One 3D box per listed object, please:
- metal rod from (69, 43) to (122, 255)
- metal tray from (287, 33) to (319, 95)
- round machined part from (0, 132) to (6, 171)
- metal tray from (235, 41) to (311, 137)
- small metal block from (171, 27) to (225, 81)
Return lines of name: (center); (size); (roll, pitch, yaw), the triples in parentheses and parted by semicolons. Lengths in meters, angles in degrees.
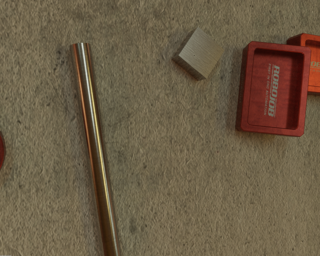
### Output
metal rod: (-0.076, 0.048, 0.381); (0.025, 0.025, 0.298); (-9, 93, -20)
metal tray: (0.269, -0.099, 0.507); (0.131, 0.030, 0.089); (2, 89, -21)
round machined part: (-0.216, 0.026, 0.320); (0.099, 0.042, 0.097); (0, 90, -21)
metal tray: (0.164, -0.055, 0.453); (0.091, 0.030, 0.129); (6, 88, 0)
small metal block: (0.053, -0.102, 0.430); (0.050, 0.025, 0.050); (36, 78, -17)
